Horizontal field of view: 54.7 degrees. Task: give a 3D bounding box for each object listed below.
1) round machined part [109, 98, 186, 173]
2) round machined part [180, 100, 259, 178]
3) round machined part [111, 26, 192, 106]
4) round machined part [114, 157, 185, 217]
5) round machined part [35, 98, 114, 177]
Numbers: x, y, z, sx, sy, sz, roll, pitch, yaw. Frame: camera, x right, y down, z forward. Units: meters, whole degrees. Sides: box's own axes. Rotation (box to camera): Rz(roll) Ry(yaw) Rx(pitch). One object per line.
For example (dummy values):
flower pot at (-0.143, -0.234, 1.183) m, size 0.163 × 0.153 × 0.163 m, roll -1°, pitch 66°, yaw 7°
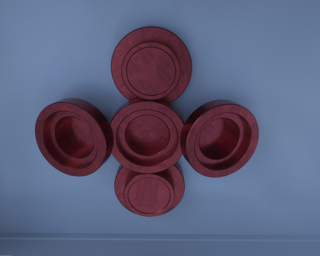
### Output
round machined part at (-0.016, 0.006, 0.402) m, size 0.099 × 0.042 × 0.097 m, roll 0°, pitch 110°, yaw 0°
round machined part at (0.072, 0.011, 0.396) m, size 0.099 × 0.042 × 0.097 m, roll -6°, pitch 111°, yaw -16°
round machined part at (-0.010, -0.071, 0.374) m, size 0.099 × 0.042 × 0.097 m, roll 0°, pitch 110°, yaw 0°
round machined part at (-0.015, 0.083, 0.431) m, size 0.099 × 0.042 × 0.097 m, roll 0°, pitch 110°, yaw 0°
round machined part at (-0.104, 0.009, 0.394) m, size 0.098 × 0.042 × 0.097 m, roll 6°, pitch 111°, yaw 16°
